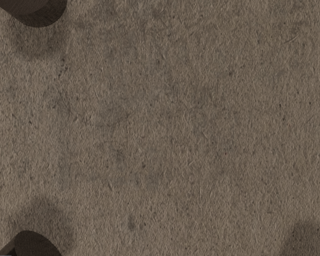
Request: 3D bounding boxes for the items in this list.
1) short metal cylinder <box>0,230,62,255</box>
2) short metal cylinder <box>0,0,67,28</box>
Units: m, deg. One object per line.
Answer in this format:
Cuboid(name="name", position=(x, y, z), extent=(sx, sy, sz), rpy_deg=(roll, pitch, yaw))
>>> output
Cuboid(name="short metal cylinder", position=(-0.164, 0.175, 0.381), extent=(0.050, 0.080, 0.080), rpy_deg=(-44, 91, 0))
Cuboid(name="short metal cylinder", position=(-0.166, -0.176, 0.395), extent=(0.081, 0.050, 0.079), rpy_deg=(0, 90, -1))
